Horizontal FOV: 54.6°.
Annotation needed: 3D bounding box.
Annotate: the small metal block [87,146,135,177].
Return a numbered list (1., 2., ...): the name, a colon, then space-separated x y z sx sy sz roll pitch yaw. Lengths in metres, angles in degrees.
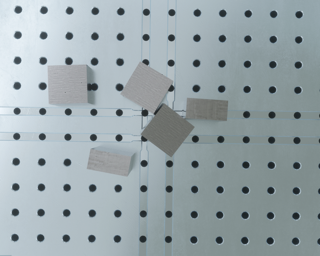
1. small metal block: -0.062 0.042 0.401 0.050 0.050 0.025 11 90 0

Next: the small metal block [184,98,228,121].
1. small metal block: 0.057 -0.023 0.401 0.050 0.050 0.025 4 90 0

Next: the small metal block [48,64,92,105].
1. small metal block: -0.119 -0.057 0.413 0.050 0.025 0.050 -2 90 0

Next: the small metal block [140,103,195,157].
1. small metal block: 0.009 0.002 0.410 0.050 0.025 0.050 37 90 -8

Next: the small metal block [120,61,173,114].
1. small metal block: -0.017 -0.052 0.413 0.050 0.025 0.050 31 90 0
